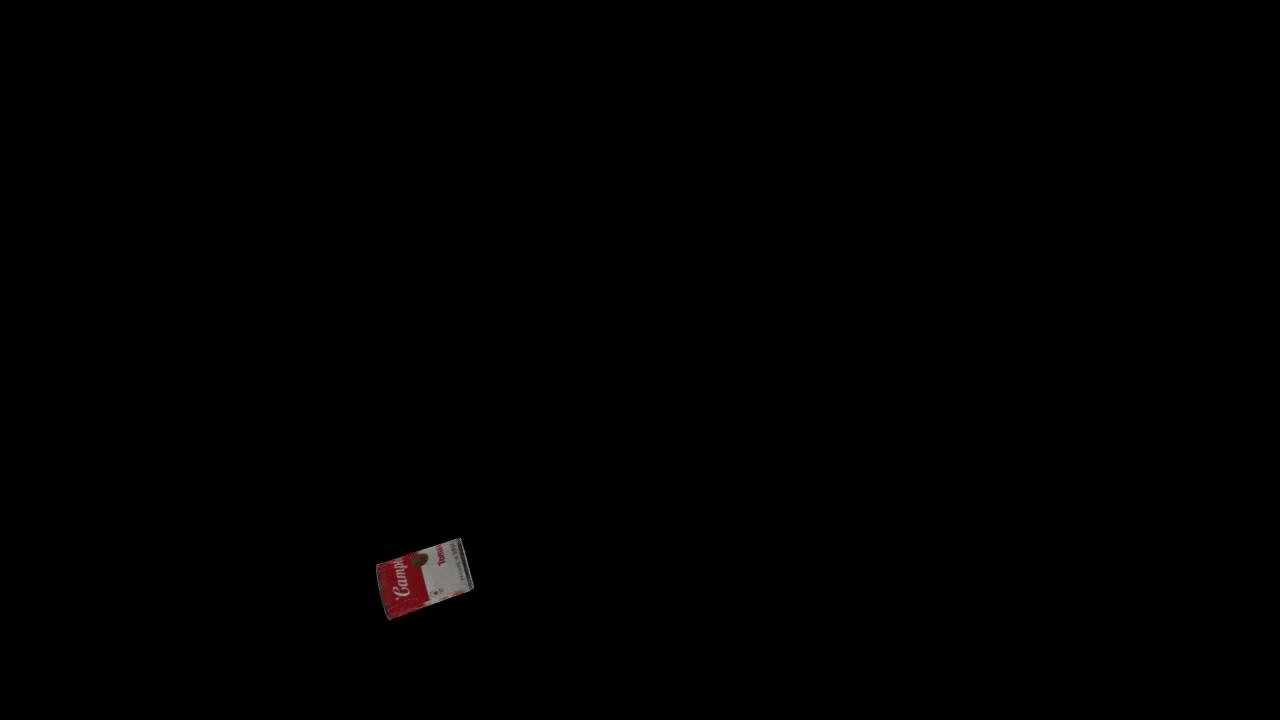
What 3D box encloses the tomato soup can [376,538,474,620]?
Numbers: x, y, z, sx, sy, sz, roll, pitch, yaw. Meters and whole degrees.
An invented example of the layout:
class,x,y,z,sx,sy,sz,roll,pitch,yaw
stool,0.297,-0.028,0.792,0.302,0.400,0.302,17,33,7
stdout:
class,x,y,z,sx,sy,sz,roll,pitch,yaw
tomato soup can,-0.261,0.266,0.751,0.101,0.068,0.068,-14,5,-19
